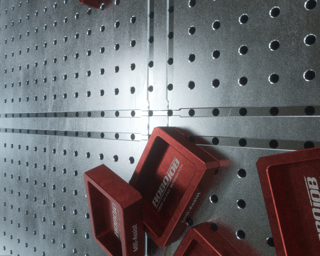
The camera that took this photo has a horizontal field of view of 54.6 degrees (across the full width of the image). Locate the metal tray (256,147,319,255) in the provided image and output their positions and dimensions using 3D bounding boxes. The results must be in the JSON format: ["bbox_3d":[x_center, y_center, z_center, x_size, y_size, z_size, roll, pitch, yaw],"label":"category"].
[{"bbox_3d":[0.149,0.083,0.283,0.090,0.030,0.129,-17,79,39],"label":"metal tray"}]

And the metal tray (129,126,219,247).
[{"bbox_3d":[0.007,0.074,0.400,0.090,0.030,0.129,38,113,33],"label":"metal tray"}]

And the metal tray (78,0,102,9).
[{"bbox_3d":[-0.099,-0.270,0.490,0.129,0.030,0.090,-47,62,29],"label":"metal tray"}]

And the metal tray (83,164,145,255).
[{"bbox_3d":[-0.062,0.125,0.424,0.090,0.030,0.129,28,130,40],"label":"metal tray"}]

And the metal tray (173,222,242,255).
[{"bbox_3d":[0.048,0.191,0.367,0.090,0.030,0.129,39,114,33],"label":"metal tray"}]
